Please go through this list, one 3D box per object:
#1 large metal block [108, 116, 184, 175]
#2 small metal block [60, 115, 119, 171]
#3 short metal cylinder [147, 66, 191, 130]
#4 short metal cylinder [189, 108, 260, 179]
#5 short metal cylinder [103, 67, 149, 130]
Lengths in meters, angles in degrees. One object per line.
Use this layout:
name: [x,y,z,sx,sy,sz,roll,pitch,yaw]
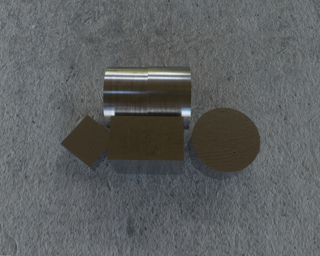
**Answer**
large metal block: [-0.015,0.024,0.372,0.081,0.080,0.050,1,70,0]
small metal block: [-0.090,0.020,0.402,0.050,0.025,0.050,36,74,12]
short metal cylinder: [0.011,-0.038,0.394,0.050,0.080,0.080,1,70,0]
short metal cylinder: [0.078,0.021,0.389,0.081,0.050,0.080,0,70,0]
short metal cylinder: [-0.040,-0.037,0.394,0.050,0.080,0.080,1,70,0]
